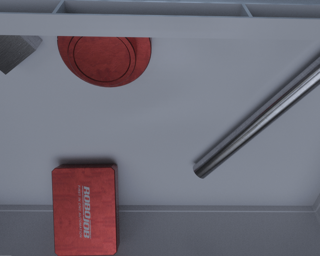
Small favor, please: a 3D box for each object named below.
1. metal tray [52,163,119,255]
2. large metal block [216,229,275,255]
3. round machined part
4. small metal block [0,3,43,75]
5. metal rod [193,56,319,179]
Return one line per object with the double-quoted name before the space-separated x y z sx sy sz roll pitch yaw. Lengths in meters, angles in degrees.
"metal tray" -0.108 0.120 0.459 0.091 0.030 0.129 -1 93 0
"large metal block" 0.166 0.249 0.610 0.081 0.050 0.079 12 129 -11
"round machined part" -0.058 -0.083 0.326 0.099 0.042 0.097 -1 130 0
"small metal block" -0.164 -0.093 0.327 0.050 0.025 0.050 -29 125 22
"metal rod" 0.147 -0.027 0.388 0.025 0.025 0.299 29 124 -23
